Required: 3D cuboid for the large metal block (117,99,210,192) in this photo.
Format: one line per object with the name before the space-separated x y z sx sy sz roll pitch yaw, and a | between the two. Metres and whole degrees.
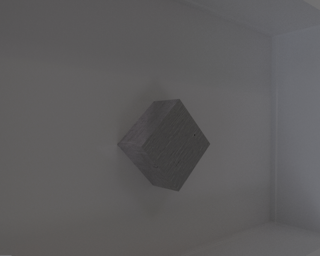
large metal block | 0.007 0.021 0.395 0.080 0.050 0.080 -52 120 -27
